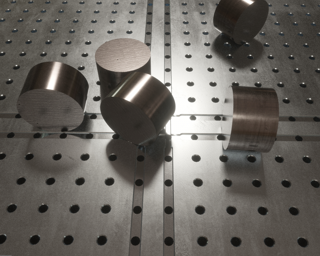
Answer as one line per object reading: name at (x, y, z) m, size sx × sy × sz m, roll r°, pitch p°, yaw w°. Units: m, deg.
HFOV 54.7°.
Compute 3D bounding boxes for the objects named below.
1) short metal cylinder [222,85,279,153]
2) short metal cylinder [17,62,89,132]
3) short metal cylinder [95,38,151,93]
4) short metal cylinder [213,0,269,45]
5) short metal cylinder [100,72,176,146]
short metal cylinder at (0.108, -0.011, 0.383) m, size 0.050 × 0.080 × 0.080 m, roll 4°, pitch 50°, yaw 3°
short metal cylinder at (-0.137, -0.039, 0.403) m, size 0.081 × 0.080 × 0.050 m, roll -1°, pitch 50°, yaw -1°
short metal cylinder at (-0.054, -0.091, 0.467) m, size 0.081 × 0.050 × 0.080 m, roll 0°, pitch 50°, yaw 0°
short metal cylinder at (0.140, -0.193, 0.536) m, size 0.081 × 0.080 × 0.050 m, roll -28°, pitch 56°, yaw -22°
short metal cylinder at (-0.027, -0.023, 0.391) m, size 0.080 × 0.080 × 0.050 m, roll 23°, pitch 54°, yaw 17°
